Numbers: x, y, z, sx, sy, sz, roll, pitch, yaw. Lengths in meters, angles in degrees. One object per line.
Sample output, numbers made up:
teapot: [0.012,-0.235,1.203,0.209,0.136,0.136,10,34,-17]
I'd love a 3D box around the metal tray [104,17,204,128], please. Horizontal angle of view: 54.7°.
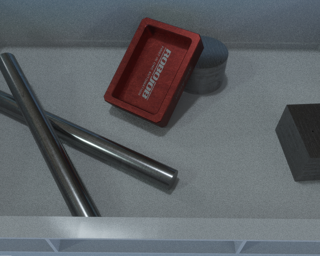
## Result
metal tray: [-0.008,-0.077,0.424,0.090,0.030,0.130,24,86,18]

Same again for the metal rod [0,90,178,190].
metal rod: [-0.117,0.005,0.399,0.301,0.025,0.025,23,54,17]

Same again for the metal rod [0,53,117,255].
metal rod: [-0.134,0.013,0.368,0.025,0.025,0.300,-26,62,-21]

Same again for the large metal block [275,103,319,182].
large metal block: [0.199,0.016,0.378,0.081,0.050,0.080,-2,50,-3]

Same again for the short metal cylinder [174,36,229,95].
short metal cylinder: [0.059,-0.096,0.471,0.081,0.050,0.080,0,50,0]
